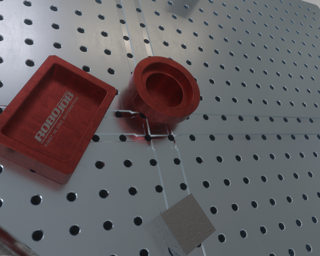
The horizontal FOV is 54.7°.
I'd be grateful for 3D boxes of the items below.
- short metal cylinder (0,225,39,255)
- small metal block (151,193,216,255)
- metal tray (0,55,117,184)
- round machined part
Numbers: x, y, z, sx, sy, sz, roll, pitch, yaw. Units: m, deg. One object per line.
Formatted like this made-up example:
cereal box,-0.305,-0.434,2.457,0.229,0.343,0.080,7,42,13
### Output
short metal cylinder,-0.137,0.115,0.229,0.050,0.080,0.080,40,51,-2
small metal block,0.027,0.111,0.355,0.050,0.025,0.050,-25,76,-37
metal tray,-0.115,-0.014,0.351,0.090,0.030,0.130,29,52,-10
round machined part,0.002,-0.047,0.427,0.099,0.042,0.098,14,56,-21
